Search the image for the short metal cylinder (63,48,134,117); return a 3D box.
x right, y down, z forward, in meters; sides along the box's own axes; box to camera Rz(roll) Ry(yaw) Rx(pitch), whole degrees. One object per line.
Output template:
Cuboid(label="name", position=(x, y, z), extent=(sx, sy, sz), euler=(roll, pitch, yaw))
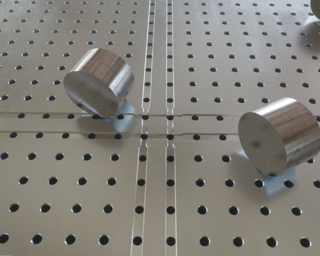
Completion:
Cuboid(label="short metal cylinder", position=(-0.082, -0.060, 0.422), extent=(0.080, 0.080, 0.050), euler=(16, 52, 13))

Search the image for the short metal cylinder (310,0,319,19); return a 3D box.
Cuboid(label="short metal cylinder", position=(0.333, -0.246, 0.581), extent=(0.080, 0.080, 0.050), euler=(27, 55, 21))

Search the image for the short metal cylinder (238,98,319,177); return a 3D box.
Cuboid(label="short metal cylinder", position=(0.138, 0.010, 0.364), extent=(0.050, 0.080, 0.080), euler=(-22, 54, -17))
